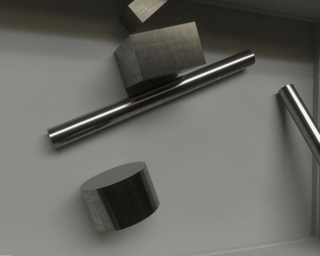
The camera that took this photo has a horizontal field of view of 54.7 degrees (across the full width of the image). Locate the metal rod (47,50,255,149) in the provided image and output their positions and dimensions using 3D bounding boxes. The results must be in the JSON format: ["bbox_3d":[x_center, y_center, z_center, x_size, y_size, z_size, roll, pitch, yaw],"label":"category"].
[{"bbox_3d":[0.003,-0.046,0.412,0.302,0.025,0.025,-24,99,-19],"label":"metal rod"}]

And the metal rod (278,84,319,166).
[{"bbox_3d":[0.250,0.069,0.438,0.025,0.025,0.299,-14,69,-20],"label":"metal rod"}]

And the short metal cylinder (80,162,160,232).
[{"bbox_3d":[-0.046,0.078,0.365,0.081,0.080,0.050,-21,98,-19],"label":"short metal cylinder"}]

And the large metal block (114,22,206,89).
[{"bbox_3d":[-0.003,-0.087,0.381,0.081,0.080,0.050,-18,97,-19],"label":"large metal block"}]

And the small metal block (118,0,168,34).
[{"bbox_3d":[-0.020,-0.150,0.390,0.050,0.050,0.025,-46,105,-14],"label":"small metal block"}]
